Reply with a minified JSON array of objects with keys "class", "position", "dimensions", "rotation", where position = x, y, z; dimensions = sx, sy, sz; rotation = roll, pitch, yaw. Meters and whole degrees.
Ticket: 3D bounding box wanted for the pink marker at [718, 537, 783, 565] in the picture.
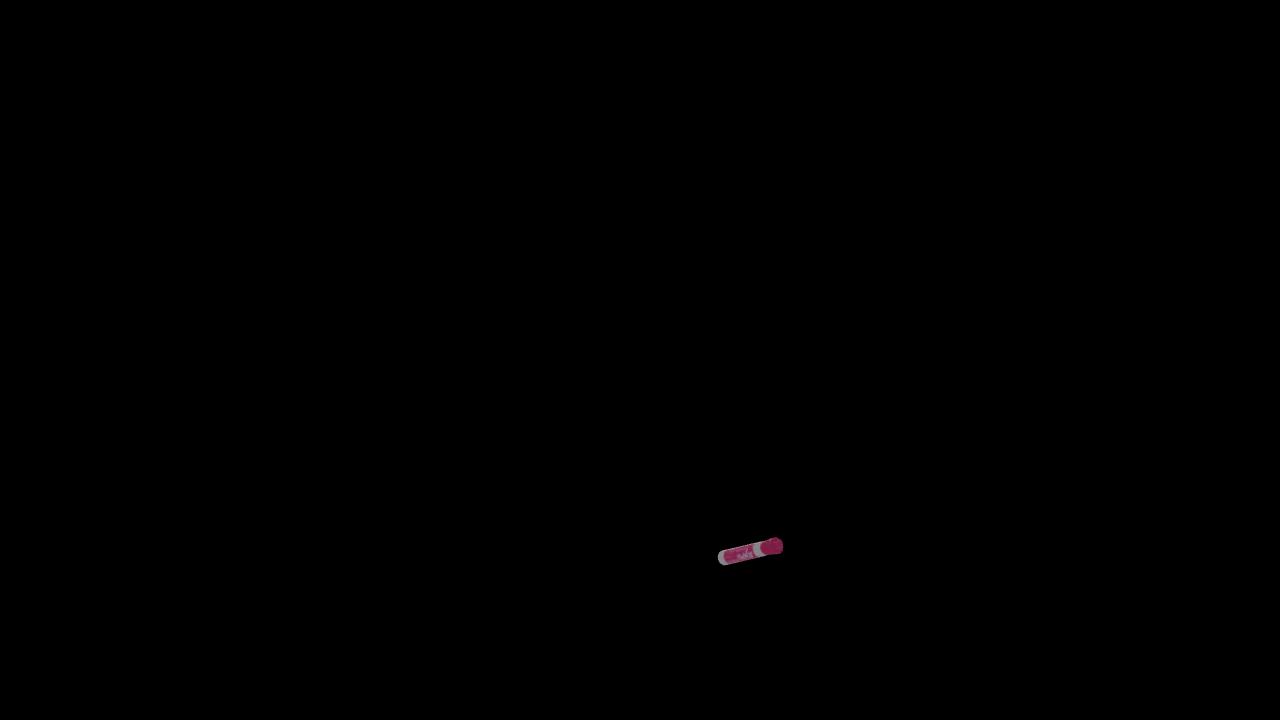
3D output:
[{"class":"pink marker","position":[0.134,0.234,0.751],"dimensions":[0.020,0.020,0.121],"rotation":[0,-23,-28]}]
